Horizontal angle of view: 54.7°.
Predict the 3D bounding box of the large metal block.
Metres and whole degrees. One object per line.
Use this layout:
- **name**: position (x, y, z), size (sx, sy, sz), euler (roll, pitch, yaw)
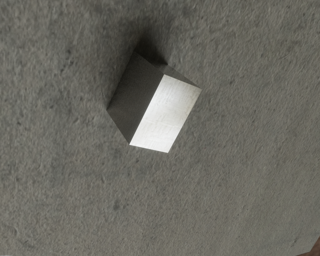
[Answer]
- **large metal block**: position (-0.011, -0.031, 0.348), size (0.050, 0.080, 0.080), euler (15, 110, -35)
